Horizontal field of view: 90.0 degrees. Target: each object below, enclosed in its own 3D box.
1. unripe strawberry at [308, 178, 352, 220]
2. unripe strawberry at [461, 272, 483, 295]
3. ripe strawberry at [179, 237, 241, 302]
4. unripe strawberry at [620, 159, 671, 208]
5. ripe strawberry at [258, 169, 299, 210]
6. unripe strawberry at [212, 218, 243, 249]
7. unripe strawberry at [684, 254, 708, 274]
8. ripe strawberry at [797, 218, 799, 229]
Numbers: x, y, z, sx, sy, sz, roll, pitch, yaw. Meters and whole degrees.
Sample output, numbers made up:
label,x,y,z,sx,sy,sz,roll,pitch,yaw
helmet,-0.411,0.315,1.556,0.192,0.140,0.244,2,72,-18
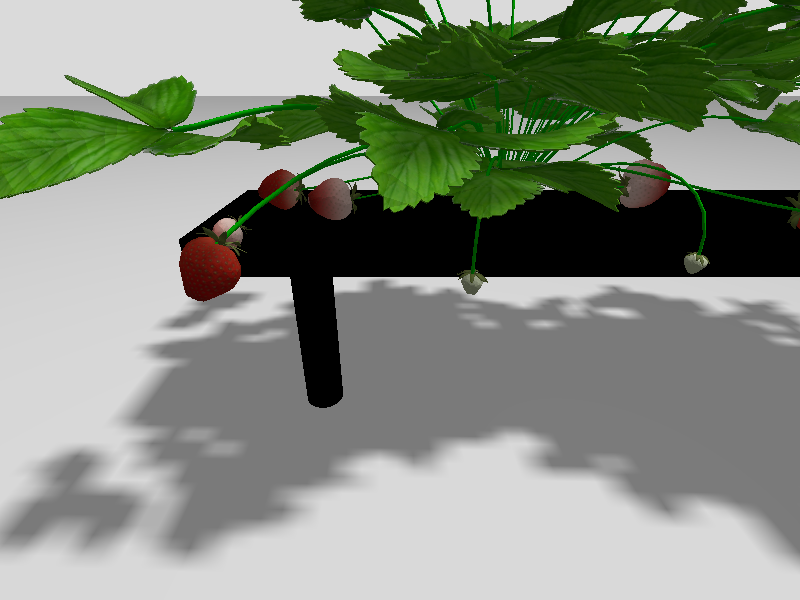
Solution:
label,x,y,z,sx,sy,sz,roll,pitch,yaw
unripe strawberry,-0.056,-0.080,0.320,0.034,0.034,0.032,-6,29,-10
unripe strawberry,0.037,-0.008,0.205,0.011,0.012,0.012,9,30,15
ripe strawberry,-0.098,-0.015,0.204,0.032,0.032,0.027,29,2,41
unripe strawberry,0.210,-0.099,0.343,0.039,0.041,0.036,1,29,0
ripe strawberry,-0.106,-0.096,0.349,0.036,0.034,0.033,0,29,1
unripe strawberry,-0.115,-0.043,0.264,0.022,0.019,0.022,-39,37,-5
unripe strawberry,0.166,-0.020,0.225,0.010,0.011,0.011,-14,32,-24
ripe strawberry,0.307,-0.063,0.288,0.030,0.031,0.028,9,30,15
